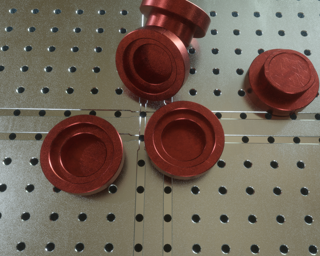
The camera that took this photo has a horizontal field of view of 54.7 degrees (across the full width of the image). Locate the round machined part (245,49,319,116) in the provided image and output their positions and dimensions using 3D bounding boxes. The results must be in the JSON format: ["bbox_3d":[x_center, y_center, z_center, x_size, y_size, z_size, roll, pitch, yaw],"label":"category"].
[{"bbox_3d":[0.173,-0.069,0.430,0.099,0.042,0.098,0,70,-1],"label":"round machined part"}]

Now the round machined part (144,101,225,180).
[{"bbox_3d":[0.030,0.018,0.397,0.099,0.042,0.098,0,70,-1],"label":"round machined part"}]

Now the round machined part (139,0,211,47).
[{"bbox_3d":[0.017,-0.146,0.431,0.098,0.098,0.042,22,94,7],"label":"round machined part"}]

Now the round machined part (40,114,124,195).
[{"bbox_3d":[-0.094,0.036,0.389,0.099,0.042,0.098,0,70,-1],"label":"round machined part"}]

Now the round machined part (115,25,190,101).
[{"bbox_3d":[-0.006,-0.088,0.415,0.098,0.097,0.042,26,38,9],"label":"round machined part"}]
